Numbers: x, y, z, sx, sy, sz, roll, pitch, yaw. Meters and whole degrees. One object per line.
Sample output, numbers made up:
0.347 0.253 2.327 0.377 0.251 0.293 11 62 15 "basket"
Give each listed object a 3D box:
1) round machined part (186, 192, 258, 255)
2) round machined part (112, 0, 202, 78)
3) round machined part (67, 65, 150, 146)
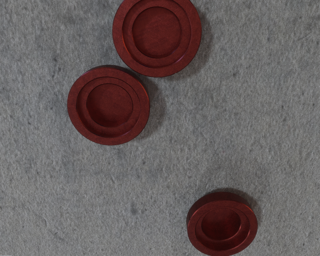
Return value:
0.087 0.134 0.452 0.099 0.042 0.097 0 110 -1 "round machined part"
-0.003 -0.111 0.360 0.099 0.042 0.097 0 110 -1 "round machined part"
-0.061 -0.031 0.389 0.099 0.042 0.097 0 110 -1 "round machined part"
